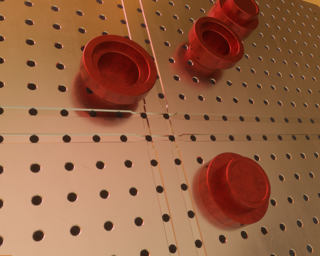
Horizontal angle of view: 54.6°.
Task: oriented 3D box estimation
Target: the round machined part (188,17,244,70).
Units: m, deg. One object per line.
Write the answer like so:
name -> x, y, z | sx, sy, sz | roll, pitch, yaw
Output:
round machined part -> 0.091, -0.139, 0.530 | 0.099, 0.042, 0.098 | 13, 56, -21

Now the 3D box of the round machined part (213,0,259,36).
round machined part -> 0.161, -0.237, 0.627 | 0.099, 0.042, 0.098 | 13, 56, -21

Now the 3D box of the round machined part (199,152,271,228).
round machined part -> 0.104, 0.076, 0.406 | 0.099, 0.042, 0.098 | 13, 56, -21

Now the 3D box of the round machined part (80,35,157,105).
round machined part -> -0.057, -0.072, 0.410 | 0.099, 0.042, 0.098 | 13, 56, -21
